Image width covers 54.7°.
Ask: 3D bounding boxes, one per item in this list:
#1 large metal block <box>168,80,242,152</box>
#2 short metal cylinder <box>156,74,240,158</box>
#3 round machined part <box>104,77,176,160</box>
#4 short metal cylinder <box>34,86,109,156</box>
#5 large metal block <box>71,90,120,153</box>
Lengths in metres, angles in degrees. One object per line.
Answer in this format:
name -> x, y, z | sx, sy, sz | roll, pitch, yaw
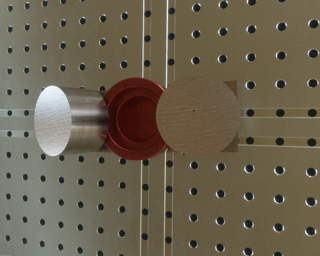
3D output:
large metal block -> 0.057, -0.012, 0.379 | 0.080, 0.050, 0.080 | -1, 90, 20
short metal cylinder -> 0.036, -0.012, 0.319 | 0.081, 0.050, 0.080 | 0, 90, 0
round machined part -> -0.023, -0.011, 0.380 | 0.098, 0.042, 0.097 | 0, 90, 20
short metal cylinder -> -0.106, -0.008, 0.370 | 0.080, 0.050, 0.079 | 1, 92, 41
large metal block -> -0.085, -0.009, 0.429 | 0.080, 0.050, 0.080 | 1, 90, 20
